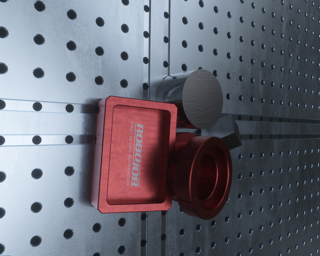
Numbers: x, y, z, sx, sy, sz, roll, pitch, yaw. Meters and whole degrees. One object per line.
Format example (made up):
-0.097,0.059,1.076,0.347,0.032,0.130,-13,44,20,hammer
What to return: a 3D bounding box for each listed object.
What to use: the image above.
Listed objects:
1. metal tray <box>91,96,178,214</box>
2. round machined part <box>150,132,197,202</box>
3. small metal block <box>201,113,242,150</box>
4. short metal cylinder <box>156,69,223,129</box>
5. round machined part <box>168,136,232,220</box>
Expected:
-0.029,0.032,0.369,0.091,0.030,0.129,5,87,-26,metal tray
0.037,0.054,0.430,0.099,0.042,0.097,0,90,-40,round machined part
0.090,0.011,0.458,0.025,0.050,0.050,55,23,-27,small metal block
0.042,-0.038,0.430,0.081,0.050,0.079,0,90,-40,short metal cylinder
0.046,0.058,0.377,0.099,0.042,0.097,-4,95,-50,round machined part
